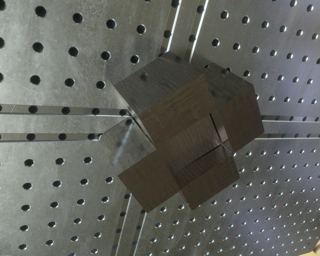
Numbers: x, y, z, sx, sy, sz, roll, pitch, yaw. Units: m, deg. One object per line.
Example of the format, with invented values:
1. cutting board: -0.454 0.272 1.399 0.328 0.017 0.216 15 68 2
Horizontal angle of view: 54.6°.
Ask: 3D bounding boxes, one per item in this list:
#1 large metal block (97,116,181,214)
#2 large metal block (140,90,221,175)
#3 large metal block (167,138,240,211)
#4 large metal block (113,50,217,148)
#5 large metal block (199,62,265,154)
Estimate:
1. large metal block: -0.027 0.045 0.388 0.050 0.080 0.080 -34 129 -6
2. large metal block: 0.023 0.002 0.407 0.080 0.050 0.080 -32 127 -5
3. large metal block: 0.051 0.054 0.437 0.080 0.080 0.050 -32 129 -7
4. large metal block: 0.004 -0.036 0.355 0.080 0.080 0.050 -33 129 -6
5. large metal block: 0.083 -0.027 0.403 0.050 0.080 0.080 -34 129 -6
